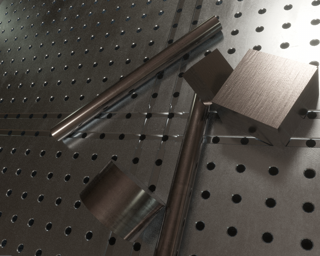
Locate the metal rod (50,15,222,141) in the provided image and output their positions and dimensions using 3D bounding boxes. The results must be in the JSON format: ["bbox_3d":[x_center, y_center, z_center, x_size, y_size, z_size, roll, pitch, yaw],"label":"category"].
[{"bbox_3d":[-0.039,-0.073,0.471,0.300,0.025,0.025,-34,52,5],"label":"metal rod"}]

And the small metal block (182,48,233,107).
[{"bbox_3d":[0.064,-0.063,0.384,0.050,0.050,0.025,-39,3,-30],"label":"small metal block"}]

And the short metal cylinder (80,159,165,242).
[{"bbox_3d":[-0.041,0.079,0.345,0.050,0.080,0.080,-49,52,-6],"label":"short metal cylinder"}]

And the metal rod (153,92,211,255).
[{"bbox_3d":[0.030,0.051,0.360,0.025,0.025,0.300,2,62,29],"label":"metal rod"}]

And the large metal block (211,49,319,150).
[{"bbox_3d":[0.120,-0.034,0.350,0.080,0.050,0.080,29,77,37],"label":"large metal block"}]
